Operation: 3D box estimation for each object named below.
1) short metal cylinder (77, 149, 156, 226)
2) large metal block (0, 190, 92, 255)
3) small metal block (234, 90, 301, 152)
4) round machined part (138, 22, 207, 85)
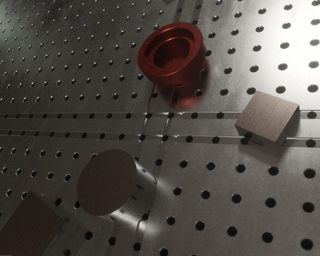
[{"bbox_3d":[-0.051,0.072,0.374,0.080,0.050,0.080,-13,56,20],"label":"short metal cylinder"},{"bbox_3d":[-0.148,0.137,0.384,0.080,0.050,0.080,24,74,36],"label":"large metal block"},{"bbox_3d":[0.121,-0.009,0.350,0.050,0.025,0.050,28,77,37],"label":"small metal block"},{"bbox_3d":[0.021,-0.102,0.448,0.098,0.042,0.098,-13,56,20],"label":"round machined part"}]
